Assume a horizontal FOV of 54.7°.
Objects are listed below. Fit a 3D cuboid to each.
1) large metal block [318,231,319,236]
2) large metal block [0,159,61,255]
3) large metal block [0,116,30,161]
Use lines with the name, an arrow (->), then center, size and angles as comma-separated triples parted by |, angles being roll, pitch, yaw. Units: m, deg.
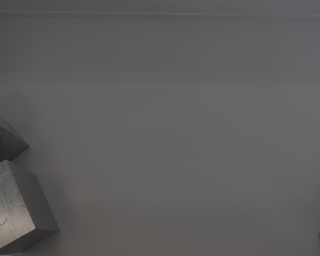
large metal block -> 0.234, 0.098, 0.346 | 0.050, 0.080, 0.080 | 30, 73, 10
large metal block -> -0.163, 0.090, 0.346 | 0.050, 0.080, 0.080 | -29, 73, -10
large metal block -> -0.220, 0.021, 0.371 | 0.080, 0.080, 0.050 | -43, 76, -14
